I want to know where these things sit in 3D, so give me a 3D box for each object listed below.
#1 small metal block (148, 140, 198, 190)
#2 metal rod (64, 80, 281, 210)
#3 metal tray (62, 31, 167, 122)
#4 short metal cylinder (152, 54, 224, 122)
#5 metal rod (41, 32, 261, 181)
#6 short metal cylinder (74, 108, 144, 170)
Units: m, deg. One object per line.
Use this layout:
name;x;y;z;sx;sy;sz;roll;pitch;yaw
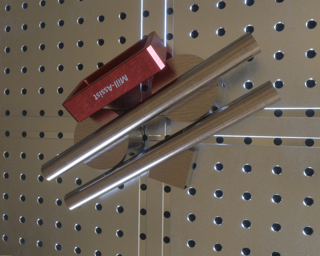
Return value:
small metal block;0.017;0.047;0.405;0.050;0.025;0.050;16;95;19
metal rod;0.002;0.030;0.383;0.300;0.025;0.025;-30;81;17
metal tray;-0.054;-0.067;0.395;0.130;0.090;0.030;-30;112;17
short metal cylinder;0.036;-0.047;0.386;0.080;0.050;0.079;0;90;19
metal rod;-0.024;-0.016;0.366;0.300;0.025;0.025;-31;80;17
short metal cylinder;-0.068;0.014;0.422;0.080;0.050;0.079;0;90;19
